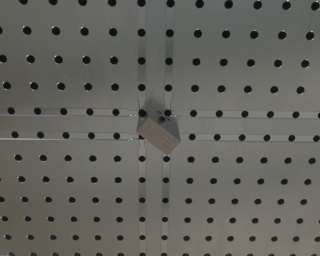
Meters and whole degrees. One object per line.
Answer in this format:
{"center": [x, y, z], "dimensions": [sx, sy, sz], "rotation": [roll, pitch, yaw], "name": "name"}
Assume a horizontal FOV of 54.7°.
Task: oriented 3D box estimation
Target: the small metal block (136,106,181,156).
{"center": [-0.002, 0.002, 0.401], "dimensions": [0.050, 0.050, 0.025], "rotation": [38, 106, -13], "name": "small metal block"}
